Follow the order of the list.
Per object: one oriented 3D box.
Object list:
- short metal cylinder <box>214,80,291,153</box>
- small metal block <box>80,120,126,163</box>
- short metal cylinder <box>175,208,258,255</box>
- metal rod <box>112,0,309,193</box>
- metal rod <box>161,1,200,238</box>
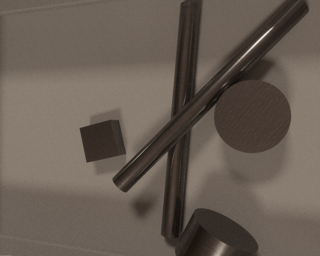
[{"bbox_3d":[0.107,-0.013,0.359,0.080,0.050,0.079,0,90,19],"label":"short metal cylinder"},{"bbox_3d":[-0.081,0.019,0.438,0.050,0.025,0.050,-14,86,19],"label":"small metal block"},{"bbox_3d":[0.065,0.137,0.358,0.080,0.080,0.050,28,99,17],"label":"short metal cylinder"},{"bbox_3d":[0.055,-0.035,0.370,0.300,0.025,0.025,-45,76,6],"label":"metal rod"},{"bbox_3d":[0.026,-0.009,0.400,0.025,0.025,0.298,5,92,19],"label":"metal rod"}]
